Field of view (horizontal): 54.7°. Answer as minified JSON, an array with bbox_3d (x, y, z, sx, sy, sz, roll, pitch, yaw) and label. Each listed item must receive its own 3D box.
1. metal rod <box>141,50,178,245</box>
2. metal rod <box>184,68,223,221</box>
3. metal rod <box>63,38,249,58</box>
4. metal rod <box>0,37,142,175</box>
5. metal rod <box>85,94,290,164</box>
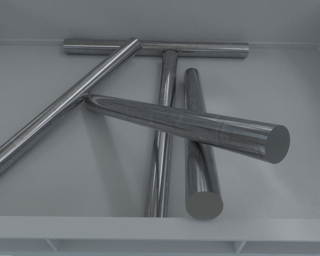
[{"bbox_3d":[0.005,-0.002,0.406,0.025,0.025,0.300,4,50,3],"label":"metal rod"},{"bbox_3d":[0.039,-0.014,0.341,0.025,0.025,0.301,3,26,2],"label":"metal rod"},{"bbox_3d":[-0.006,-0.133,0.516,0.302,0.025,0.025,1,50,0],"label":"metal rod"},{"bbox_3d":[-0.126,-0.034,0.421,0.025,0.025,0.301,29,59,21],"label":"metal rod"},{"bbox_3d":[-0.010,-0.013,0.315,0.025,0.025,0.300,-34,26,-25],"label":"metal rod"}]
